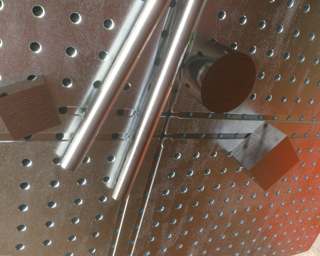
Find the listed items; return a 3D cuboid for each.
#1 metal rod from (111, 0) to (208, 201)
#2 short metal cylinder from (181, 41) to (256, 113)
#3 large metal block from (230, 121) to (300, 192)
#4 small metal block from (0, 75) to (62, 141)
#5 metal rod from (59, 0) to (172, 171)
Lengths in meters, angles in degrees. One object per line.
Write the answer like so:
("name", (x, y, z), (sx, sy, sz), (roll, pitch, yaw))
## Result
("metal rod", (-0.005, -0.033, 0.389), (0.025, 0.025, 0.298), (9, 114, -33))
("short metal cylinder", (0.074, -0.065, 0.397), (0.081, 0.050, 0.079), (-14, 125, -21))
("large metal block", (0.179, 0.049, 0.526), (0.080, 0.050, 0.080), (-43, 130, 1))
("small metal block", (-0.138, -0.021, 0.323), (0.050, 0.025, 0.050), (-22, 127, -16))
("metal rod", (-0.036, -0.078, 0.344), (0.025, 0.025, 0.298), (21, 107, -36))
